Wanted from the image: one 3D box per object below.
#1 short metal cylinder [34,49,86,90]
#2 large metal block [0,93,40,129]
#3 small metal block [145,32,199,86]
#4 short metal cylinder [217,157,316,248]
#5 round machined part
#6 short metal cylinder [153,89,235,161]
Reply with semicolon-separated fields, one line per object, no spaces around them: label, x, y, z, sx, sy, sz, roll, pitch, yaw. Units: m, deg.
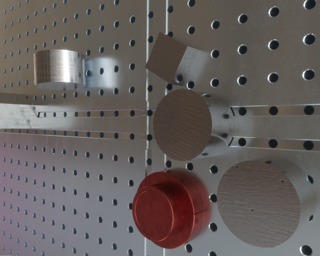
short metal cylinder;-0.164;-0.093;0.509;0.080;0.081;0.050;-5;87;40
large metal block;-0.305;-0.036;0.626;0.080;0.081;0.050;26;107;37
small metal block;0.014;-0.088;0.398;0.050;0.025;0.050;38;113;33
short metal cylinder;0.104;0.070;0.307;0.080;0.050;0.080;0;90;40
round machined part;0.003;0.105;0.396;0.098;0.042;0.097;0;90;40
short metal cylinder;0.039;-0.004;0.361;0.080;0.050;0.080;0;90;40
